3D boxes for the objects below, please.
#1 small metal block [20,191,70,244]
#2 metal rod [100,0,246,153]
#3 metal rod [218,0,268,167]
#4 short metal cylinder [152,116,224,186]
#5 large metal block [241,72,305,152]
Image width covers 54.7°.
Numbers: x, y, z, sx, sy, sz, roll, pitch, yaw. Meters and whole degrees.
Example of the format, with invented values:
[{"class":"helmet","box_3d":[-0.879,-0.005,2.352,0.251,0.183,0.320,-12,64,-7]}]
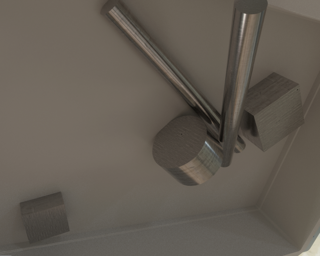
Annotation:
[{"class":"small metal block","box_3d":[-0.148,0.116,0.400,0.050,0.025,0.050,-13,124,-22]},{"class":"metal rod","box_3d":[0.038,-0.046,0.402,0.025,0.025,0.301,-46,130,4]},{"class":"metal rod","box_3d":[0.086,-0.022,0.365,0.025,0.025,0.299,-30,151,-10]},{"class":"short metal cylinder","box_3d":[0.037,0.030,0.414,0.080,0.080,0.050,-43,130,1]},{"class":"large metal block","box_3d":[0.166,-0.024,0.471,0.080,0.050,0.080,-34,129,-6]}]
